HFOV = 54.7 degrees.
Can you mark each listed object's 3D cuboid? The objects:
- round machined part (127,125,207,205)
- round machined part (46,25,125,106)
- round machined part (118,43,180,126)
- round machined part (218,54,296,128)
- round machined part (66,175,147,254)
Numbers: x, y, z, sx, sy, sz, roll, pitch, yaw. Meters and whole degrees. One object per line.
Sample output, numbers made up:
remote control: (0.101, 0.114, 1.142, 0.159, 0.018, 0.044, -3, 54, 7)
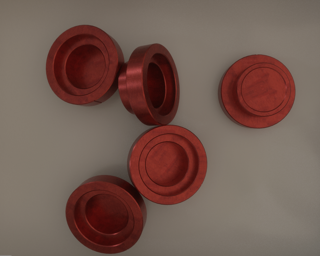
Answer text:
round machined part: (0.007, 0.045, 0.396, 0.099, 0.042, 0.097, 0, 89, -15)
round machined part: (-0.090, -0.076, 0.393, 0.098, 0.042, 0.097, -1, 87, 17)
round machined part: (-0.015, -0.051, 0.381, 0.042, 0.098, 0.097, -3, 90, 28)
round machined part: (0.129, -0.048, 0.405, 0.099, 0.042, 0.097, 0, 90, -1)
round machined part: (-0.064, 0.105, 0.393, 0.098, 0.042, 0.097, 2, 104, 10)
